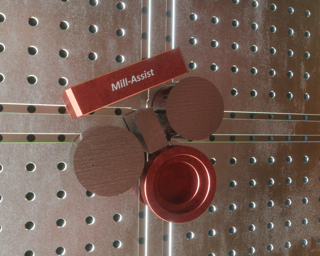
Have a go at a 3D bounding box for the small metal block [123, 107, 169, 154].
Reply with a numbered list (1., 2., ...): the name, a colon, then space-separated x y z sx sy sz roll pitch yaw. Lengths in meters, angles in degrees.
1. small metal block: -0.018 0.002 0.388 0.025 0.050 0.050 -27 99 -18

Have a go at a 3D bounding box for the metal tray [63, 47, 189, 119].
1. metal tray: -0.043 -0.050 0.358 0.131 0.090 0.030 -25 99 -18

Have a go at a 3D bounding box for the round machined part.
1. round machined part: 0.021 0.071 0.407 0.099 0.042 0.097 0 90 -20

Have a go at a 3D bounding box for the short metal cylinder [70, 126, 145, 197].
1. short metal cylinder: -0.064 0.037 0.372 0.081 0.050 0.079 0 90 -20

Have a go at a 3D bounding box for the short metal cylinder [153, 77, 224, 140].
1. short metal cylinder: 0.036 -0.024 0.409 0.081 0.050 0.079 0 90 -20
